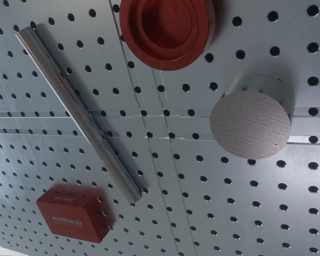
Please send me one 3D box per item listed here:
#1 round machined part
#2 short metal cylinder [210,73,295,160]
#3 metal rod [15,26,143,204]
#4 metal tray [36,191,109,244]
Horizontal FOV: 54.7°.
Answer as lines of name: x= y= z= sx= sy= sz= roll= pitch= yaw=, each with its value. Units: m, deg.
round machined part: x=0.011 y=-0.113 z=0.325 sx=0.098 sy=0.042 sz=0.097 roll=13 pitch=124 yaw=21
short metal cylinder: x=0.100 y=-0.013 z=0.334 sx=0.080 sy=0.050 sz=0.079 roll=13 pitch=124 yaw=21
metal rod: x=-0.113 y=-0.010 z=0.464 sx=0.025 sy=0.025 sz=0.299 roll=-20 pitch=108 yaw=36
metal tray: x=-0.172 y=0.174 z=0.606 sx=0.130 sy=0.030 sz=0.089 roll=-1 pitch=118 yaw=28
